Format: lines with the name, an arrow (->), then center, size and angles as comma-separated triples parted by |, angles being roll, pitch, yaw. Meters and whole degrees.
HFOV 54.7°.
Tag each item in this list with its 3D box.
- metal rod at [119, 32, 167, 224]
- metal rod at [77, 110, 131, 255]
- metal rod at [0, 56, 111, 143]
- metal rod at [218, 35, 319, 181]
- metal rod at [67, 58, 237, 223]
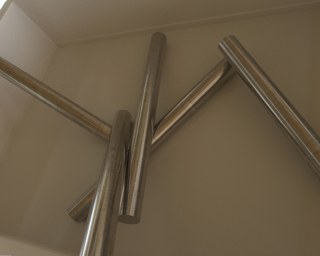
metal rod -> -0.017, -0.025, 0.402 | 0.025, 0.025, 0.300 | -11, 48, 22
metal rod -> -0.049, 0.050, 0.311 | 0.025, 0.025, 0.300 | -28, 23, 11
metal rod -> -0.194, -0.064, 0.462 | 0.301, 0.025, 0.025 | 31, 78, 10
metal rod -> 0.141, 0.006, 0.310 | 0.025, 0.025, 0.299 | -31, 57, 8
metal rod -> -0.001, 0.008, 0.401 | 0.300, 0.025, 0.025 | -44, 51, -3
